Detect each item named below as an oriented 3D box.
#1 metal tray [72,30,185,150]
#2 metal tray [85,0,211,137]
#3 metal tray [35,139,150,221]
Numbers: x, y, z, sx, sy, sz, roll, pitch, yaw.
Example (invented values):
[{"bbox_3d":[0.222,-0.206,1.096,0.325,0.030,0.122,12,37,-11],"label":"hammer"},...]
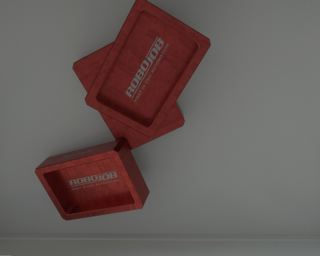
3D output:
[{"bbox_3d":[-0.036,-0.044,0.392,0.090,0.030,0.130,-26,109,8],"label":"metal tray"},{"bbox_3d":[-0.015,-0.065,0.351,0.090,0.030,0.129,28,107,-11],"label":"metal tray"},{"bbox_3d":[-0.091,0.073,0.416,0.130,0.030,0.090,-15,111,21],"label":"metal tray"}]
